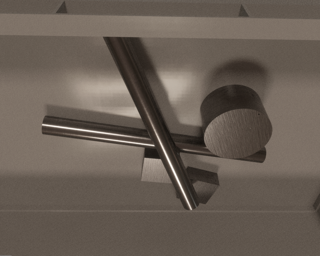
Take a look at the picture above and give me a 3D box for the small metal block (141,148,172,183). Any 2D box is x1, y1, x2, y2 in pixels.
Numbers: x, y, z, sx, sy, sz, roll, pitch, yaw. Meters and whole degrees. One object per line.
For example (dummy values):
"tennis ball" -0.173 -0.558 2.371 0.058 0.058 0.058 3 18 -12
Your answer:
"small metal block" 0.000 0.054 0.455 0.050 0.025 0.050 6 130 -5

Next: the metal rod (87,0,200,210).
"metal rod" -0.007 -0.008 0.377 0.025 0.025 0.299 -16 121 13

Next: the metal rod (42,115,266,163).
"metal rod" -0.002 0.017 0.423 0.302 0.025 0.025 8 130 -8

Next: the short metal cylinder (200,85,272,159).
"short metal cylinder" 0.093 -0.007 0.388 0.081 0.050 0.079 0 130 0

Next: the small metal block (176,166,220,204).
"small metal block" 0.058 0.091 0.488 0.050 0.025 0.050 15 129 -13
